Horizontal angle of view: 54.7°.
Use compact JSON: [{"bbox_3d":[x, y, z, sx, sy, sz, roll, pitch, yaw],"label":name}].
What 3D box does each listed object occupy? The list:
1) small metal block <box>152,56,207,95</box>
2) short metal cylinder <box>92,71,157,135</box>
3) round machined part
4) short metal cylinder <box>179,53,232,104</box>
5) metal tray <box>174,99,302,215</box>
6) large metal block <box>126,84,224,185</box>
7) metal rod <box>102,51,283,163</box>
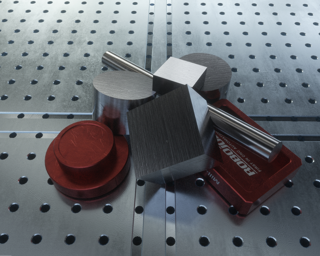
[{"bbox_3d":[0.025,-0.060,0.385,0.050,0.025,0.050,21,45,17],"label":"small metal block"},{"bbox_3d":[-0.046,-0.035,0.401,0.081,0.050,0.080,7,33,-4],"label":"short metal cylinder"},{"bbox_3d":[-0.086,0.029,0.366,0.099,0.042,0.098,0,50,0],"label":"round machined part"},{"bbox_3d":[0.057,-0.062,0.440,0.081,0.050,0.080,0,50,0],"label":"short metal cylinder"},{"bbox_3d":[0.089,0.028,0.376,0.091,0.030,0.130,-29,56,-23],"label":"metal tray"},{"bbox_3d":[0.015,0.010,0.344,0.080,0.050,0.080,-23,62,24],"label":"large metal block"},{"bbox_3d":[0.018,-0.043,0.407,0.025,0.025,0.300,-35,49,-26],"label":"metal rod"}]
